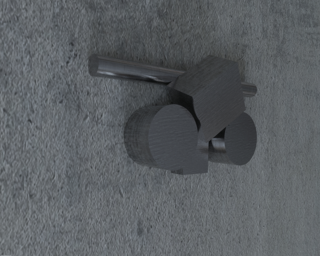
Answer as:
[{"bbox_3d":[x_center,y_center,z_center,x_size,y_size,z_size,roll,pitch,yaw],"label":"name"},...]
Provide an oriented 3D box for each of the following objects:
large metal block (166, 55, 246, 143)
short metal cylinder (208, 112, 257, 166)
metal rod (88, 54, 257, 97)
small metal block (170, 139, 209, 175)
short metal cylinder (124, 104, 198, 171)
[{"bbox_3d":[0.066,-0.040,0.422,0.080,0.050,0.080,-38,131,-19],"label":"large metal block"},{"bbox_3d":[0.105,0.016,0.478,0.081,0.050,0.079,0,90,-40],"label":"short metal cylinder"},{"bbox_3d":[0.042,-0.068,0.441,0.302,0.025,0.025,1,90,-40],"label":"metal rod"},{"bbox_3d":[0.043,0.039,0.443,0.050,0.025,0.050,2,89,-40],"label":"small metal block"},{"bbox_3d":[0.002,0.011,0.391,0.081,0.050,0.079,0,90,-40],"label":"short metal cylinder"}]
